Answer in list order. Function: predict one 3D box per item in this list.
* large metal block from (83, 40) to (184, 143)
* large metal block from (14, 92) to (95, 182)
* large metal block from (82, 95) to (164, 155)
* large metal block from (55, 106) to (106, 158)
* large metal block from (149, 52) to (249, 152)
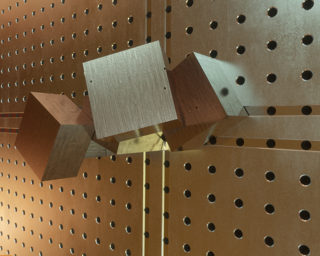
[{"bbox_3d":[-0.026,-0.034,0.323,0.080,0.050,0.080,-14,80,9],"label":"large metal block"},{"bbox_3d":[-0.136,0.009,0.397,0.080,0.050,0.079,38,113,33],"label":"large metal block"},{"bbox_3d":[-0.048,-0.006,0.410,0.080,0.081,0.050,24,105,37],"label":"large metal block"},{"bbox_3d":[-0.134,0.009,0.481,0.050,0.081,0.080,-8,85,39],"label":"large metal block"},{"bbox_3d":[0.040,-0.027,0.358,0.080,0.050,0.080,-37,68,33],"label":"large metal block"}]
